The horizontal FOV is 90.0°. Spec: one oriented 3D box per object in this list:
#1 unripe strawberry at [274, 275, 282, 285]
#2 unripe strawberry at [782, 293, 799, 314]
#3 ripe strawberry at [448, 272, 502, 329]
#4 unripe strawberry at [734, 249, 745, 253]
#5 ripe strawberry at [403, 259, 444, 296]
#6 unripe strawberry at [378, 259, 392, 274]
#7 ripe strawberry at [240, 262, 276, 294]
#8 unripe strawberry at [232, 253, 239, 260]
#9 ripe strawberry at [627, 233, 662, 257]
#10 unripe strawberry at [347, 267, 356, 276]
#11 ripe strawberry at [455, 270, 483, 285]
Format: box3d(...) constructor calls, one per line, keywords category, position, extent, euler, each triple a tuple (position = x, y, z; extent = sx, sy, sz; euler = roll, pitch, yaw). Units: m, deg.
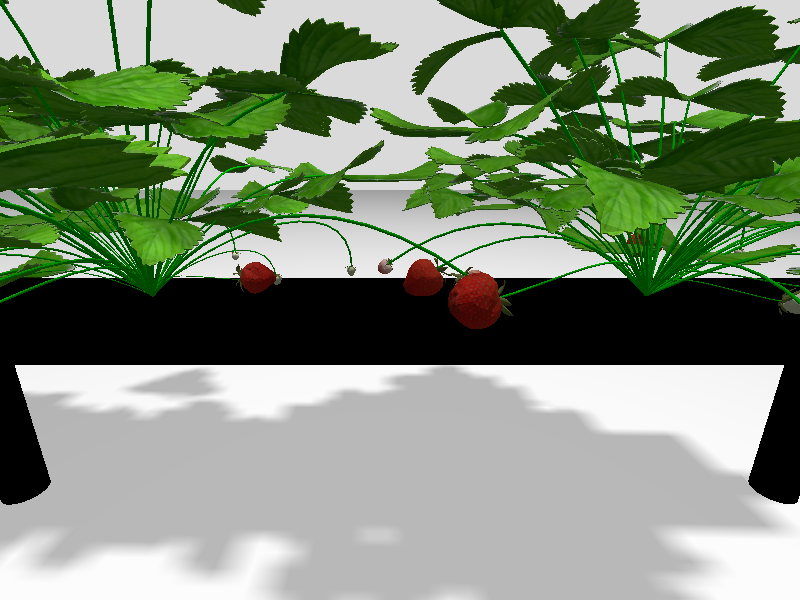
box3d(category="unripe strawberry", position=(-0.117, -0.019, 0.380), extent=(0.010, 0.010, 0.009), euler=(-3, 17, -9))
box3d(category="unripe strawberry", position=(0.313, 0.002, 0.314), extent=(0.019, 0.017, 0.019), euler=(10, 20, 28))
box3d(category="ripe strawberry", position=(0.051, 0.001, 0.282), extent=(0.038, 0.040, 0.035), euler=(-9, 19, -24))
box3d(category="unripe strawberry", position=(0.401, -0.055, 0.473), extent=(0.010, 0.010, 0.011), euler=(-11, 20, -32))
box3d(category="ripe strawberry", position=(0.020, -0.018, 0.361), extent=(0.035, 0.035, 0.033), euler=(-33, 14, 10))
box3d(category="unripe strawberry", position=(-0.017, -0.036, 0.443), extent=(0.016, 0.016, 0.014), euler=(-28, 5, 25))
box3d(category="ripe strawberry", position=(-0.130, -0.020, 0.367), extent=(0.030, 0.029, 0.033), euler=(-1, 17, -4))
box3d(category="unripe strawberry", position=(-0.210, -0.056, 0.511), extent=(0.009, 0.010, 0.010), euler=(2, 17, 5))
box3d(category="ripe strawberry", position=(0.322, -0.074, 0.526), extent=(0.043, 0.037, 0.043), euler=(9, 19, 28))
box3d(category="unripe strawberry", position=(-0.052, -0.031, 0.427), extent=(0.010, 0.010, 0.011), euler=(-7, 18, -20))
box3d(category="ripe strawberry", position=(0.063, -0.008, 0.338), extent=(0.030, 0.031, 0.029), euler=(-37, 11, 14))
